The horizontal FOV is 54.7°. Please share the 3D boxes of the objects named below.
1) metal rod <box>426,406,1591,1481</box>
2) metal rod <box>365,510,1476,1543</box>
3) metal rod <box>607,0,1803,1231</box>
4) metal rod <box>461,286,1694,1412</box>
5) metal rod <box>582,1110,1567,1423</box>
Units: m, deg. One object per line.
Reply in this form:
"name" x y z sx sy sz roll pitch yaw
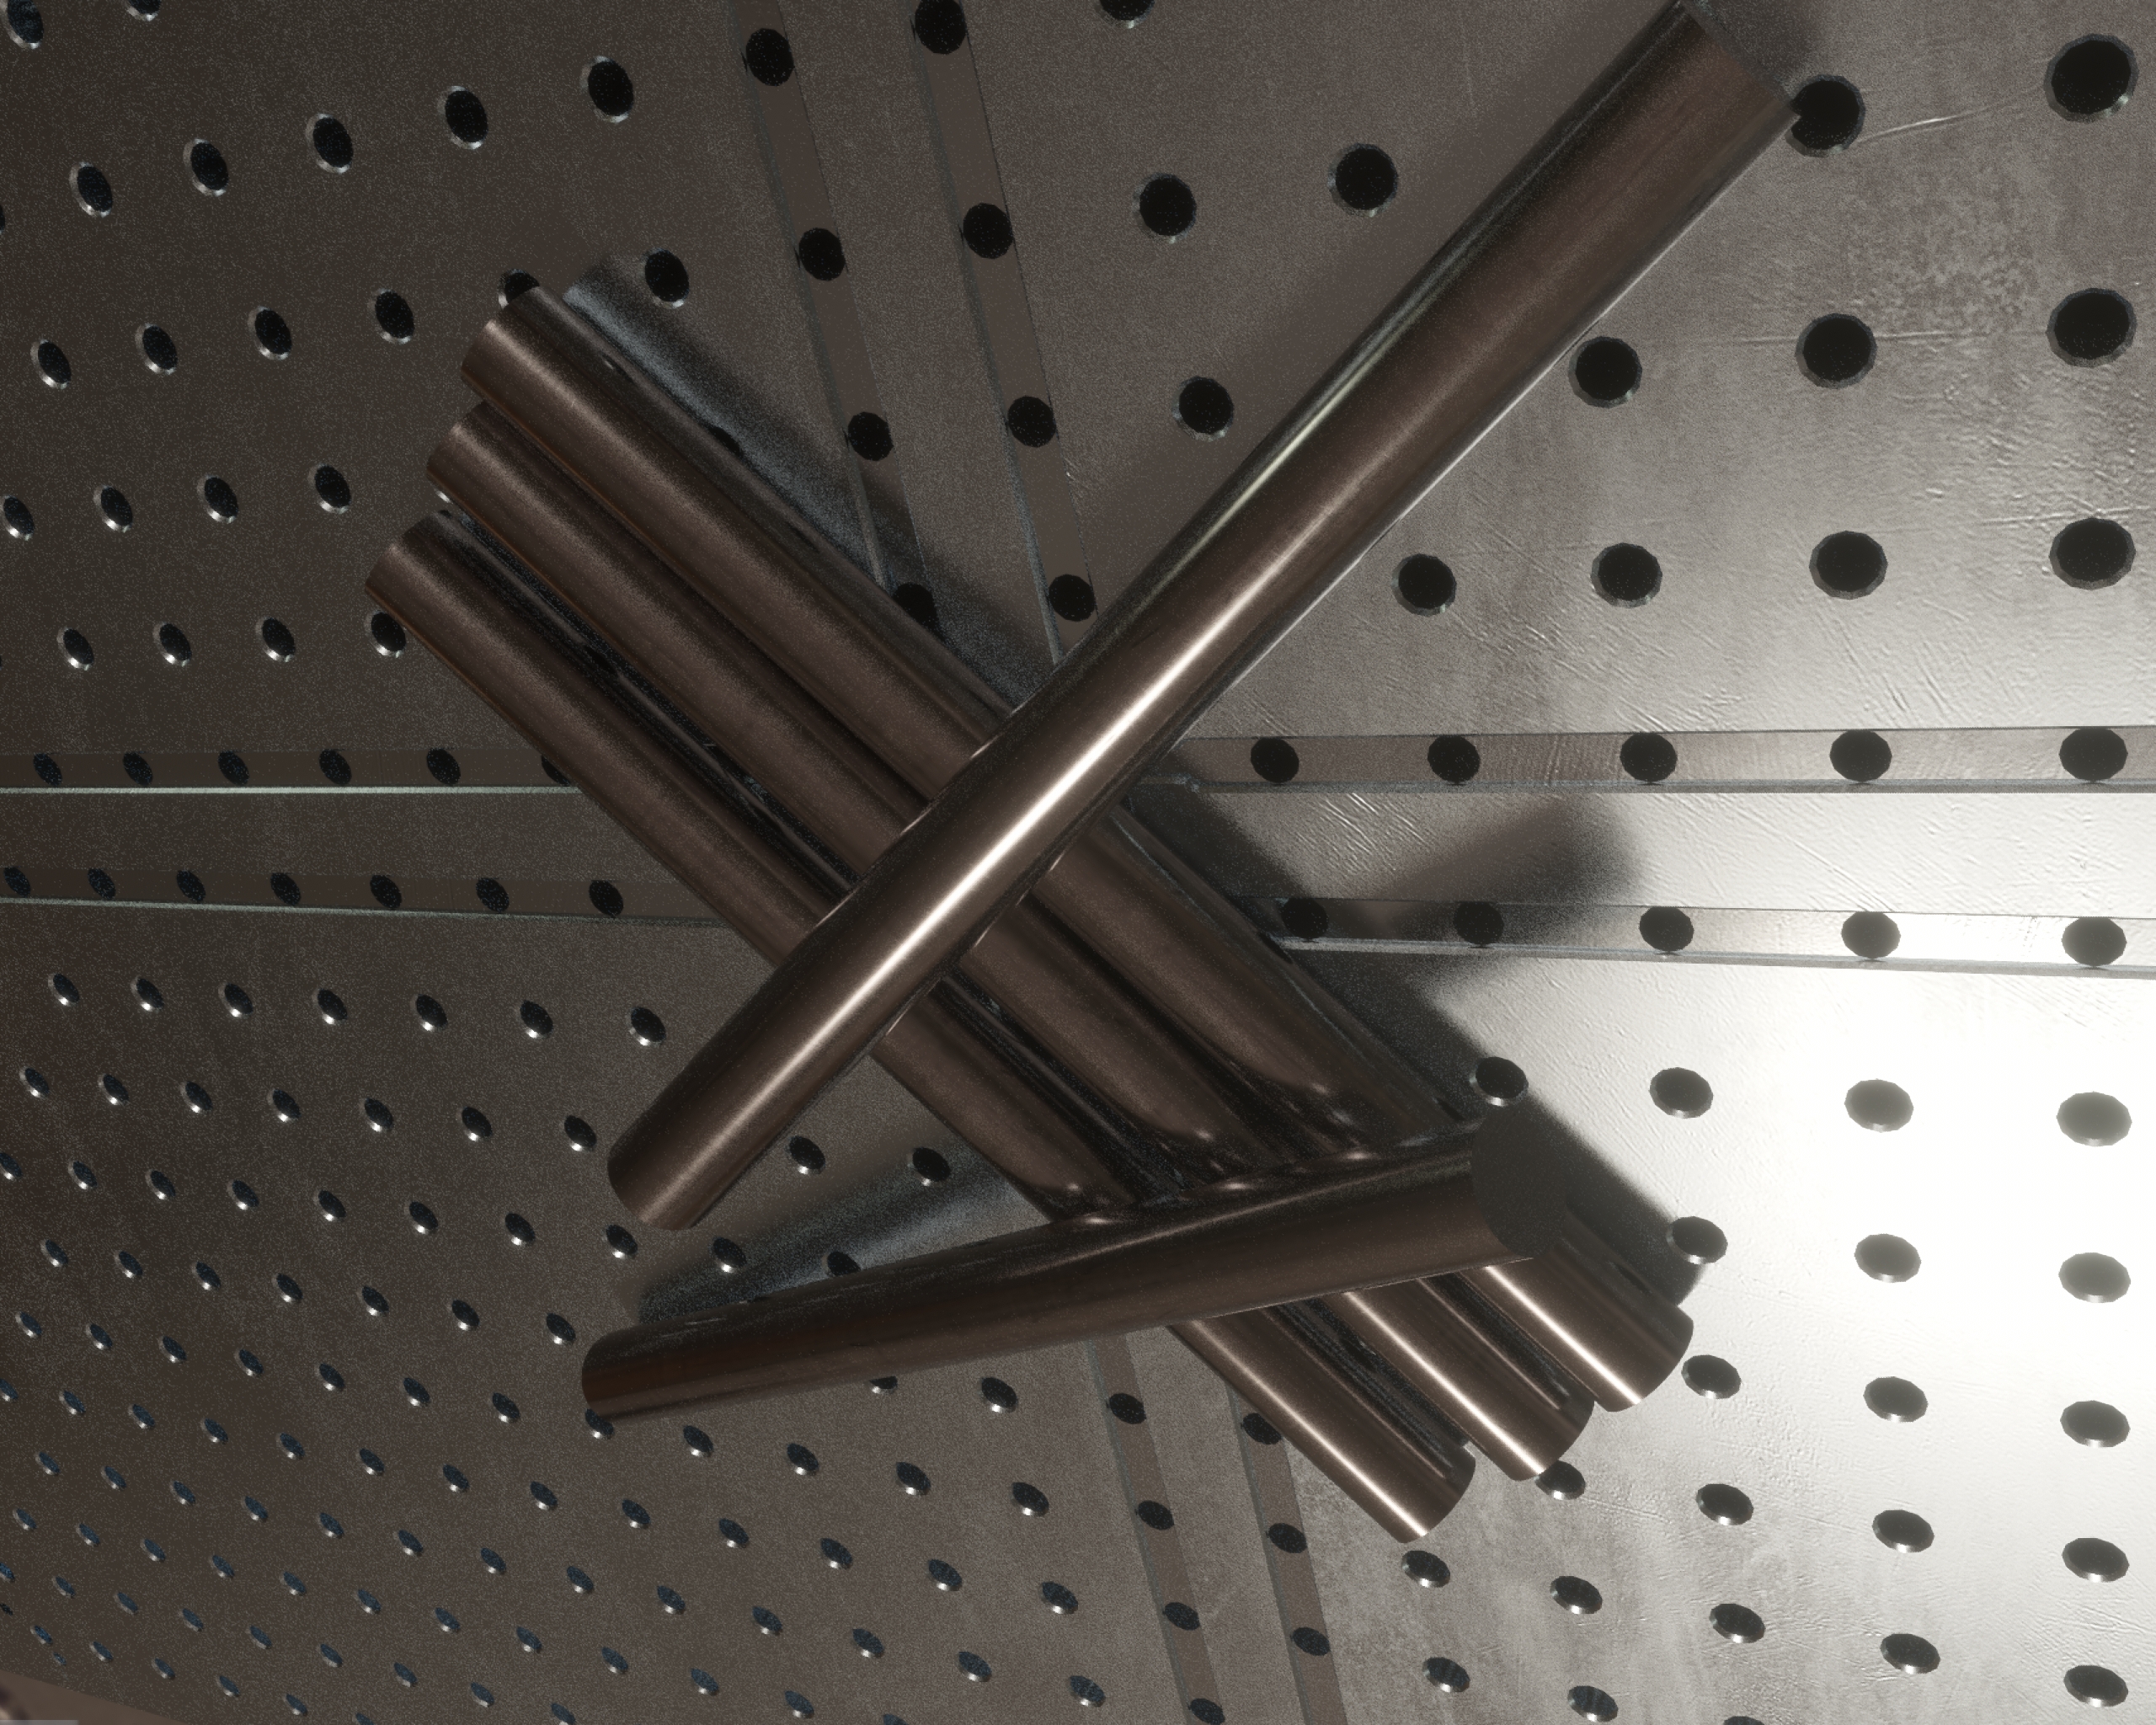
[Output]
"metal rod" -0.012 0.016 0.426 0.300 0.025 0.025 43 129 -2
"metal rod" -0.032 0.036 0.449 0.300 0.025 0.025 43 129 -2
"metal rod" 0.002 -0.023 0.368 0.025 0.025 0.299 44 121 -2
"metal rod" 0.001 -0.002 0.408 0.300 0.025 0.025 42 129 -2
"metal rod" -0.024 0.096 0.455 0.299 0.025 0.025 -23 106 45
